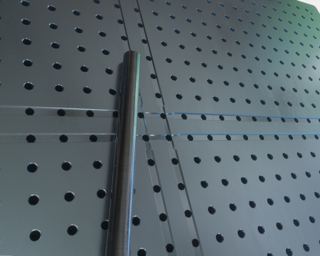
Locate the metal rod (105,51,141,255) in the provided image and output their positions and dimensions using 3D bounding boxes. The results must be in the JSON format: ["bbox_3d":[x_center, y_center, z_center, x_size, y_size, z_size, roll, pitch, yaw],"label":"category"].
[{"bbox_3d":[-0.041,0.024,0.372,0.025,0.025,0.299,14,56,-21],"label":"metal rod"}]
